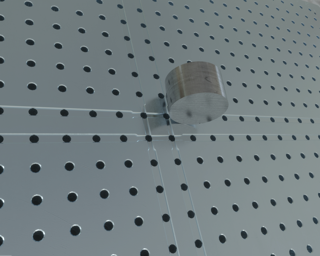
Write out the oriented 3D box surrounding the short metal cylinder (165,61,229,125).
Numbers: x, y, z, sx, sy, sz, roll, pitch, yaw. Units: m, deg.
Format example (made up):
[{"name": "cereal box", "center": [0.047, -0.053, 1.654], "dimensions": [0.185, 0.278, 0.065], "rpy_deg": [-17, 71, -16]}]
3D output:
[{"name": "short metal cylinder", "center": [0.049, -0.046, 0.427], "dimensions": [0.081, 0.080, 0.050], "rpy_deg": [8, 59, -24]}]
